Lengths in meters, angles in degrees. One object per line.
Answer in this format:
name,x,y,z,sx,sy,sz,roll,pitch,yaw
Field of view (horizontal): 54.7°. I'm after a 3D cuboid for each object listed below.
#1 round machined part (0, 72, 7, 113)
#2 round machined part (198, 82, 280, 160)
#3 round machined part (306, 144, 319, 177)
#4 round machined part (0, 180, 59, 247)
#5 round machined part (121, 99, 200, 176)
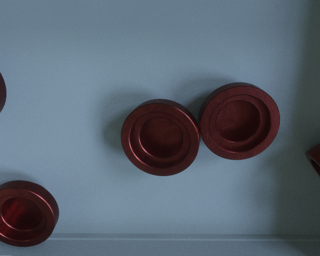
round machined part,-0.238,-0.051,0.380,0.099,0.042,0.097,0,110,-1
round machined part,0.098,-0.011,0.399,0.099,0.042,0.097,0,110,-1
round machined part,0.237,0.060,0.398,0.042,0.098,0.098,-36,107,12
round machined part,-0.194,0.117,0.443,0.099,0.042,0.097,0,110,-1
round machined part,0.003,0.009,0.399,0.098,0.042,0.097,4,111,10
